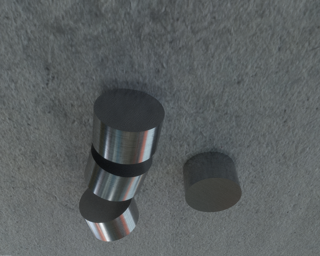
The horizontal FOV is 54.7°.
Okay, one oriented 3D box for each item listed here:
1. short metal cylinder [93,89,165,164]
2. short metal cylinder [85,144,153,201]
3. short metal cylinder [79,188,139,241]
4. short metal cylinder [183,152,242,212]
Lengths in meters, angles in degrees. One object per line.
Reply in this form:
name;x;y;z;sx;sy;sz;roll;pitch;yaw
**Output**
short metal cylinder;-0.038;-0.003;0.368;0.081;0.080;0.050;7;130;-7
short metal cylinder;-0.056;0.050;0.413;0.081;0.080;0.050;14;129;-12
short metal cylinder;-0.077;0.125;0.476;0.080;0.080;0.050;-7;130;5
short metal cylinder;0.076;0.081;0.461;0.081;0.050;0.079;0;130;0
